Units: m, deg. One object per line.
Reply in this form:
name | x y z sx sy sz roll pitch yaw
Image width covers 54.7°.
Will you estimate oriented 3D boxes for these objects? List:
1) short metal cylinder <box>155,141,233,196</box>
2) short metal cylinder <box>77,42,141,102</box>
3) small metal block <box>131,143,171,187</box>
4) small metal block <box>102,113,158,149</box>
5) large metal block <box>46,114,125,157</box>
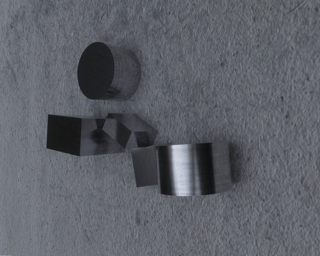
short metal cylinder | 0.036 0.042 0.338 0.080 0.081 0.050 -6 86 39
short metal cylinder | -0.074 -0.079 0.447 0.080 0.050 0.079 0 90 39
small metal block | -0.008 0.050 0.410 0.050 0.025 0.050 -16 80 38
small metal block | -0.040 0.003 0.420 0.050 0.050 0.025 36 112 34
large metal block | -0.107 0.008 0.455 0.080 0.081 0.050 7 94 39
